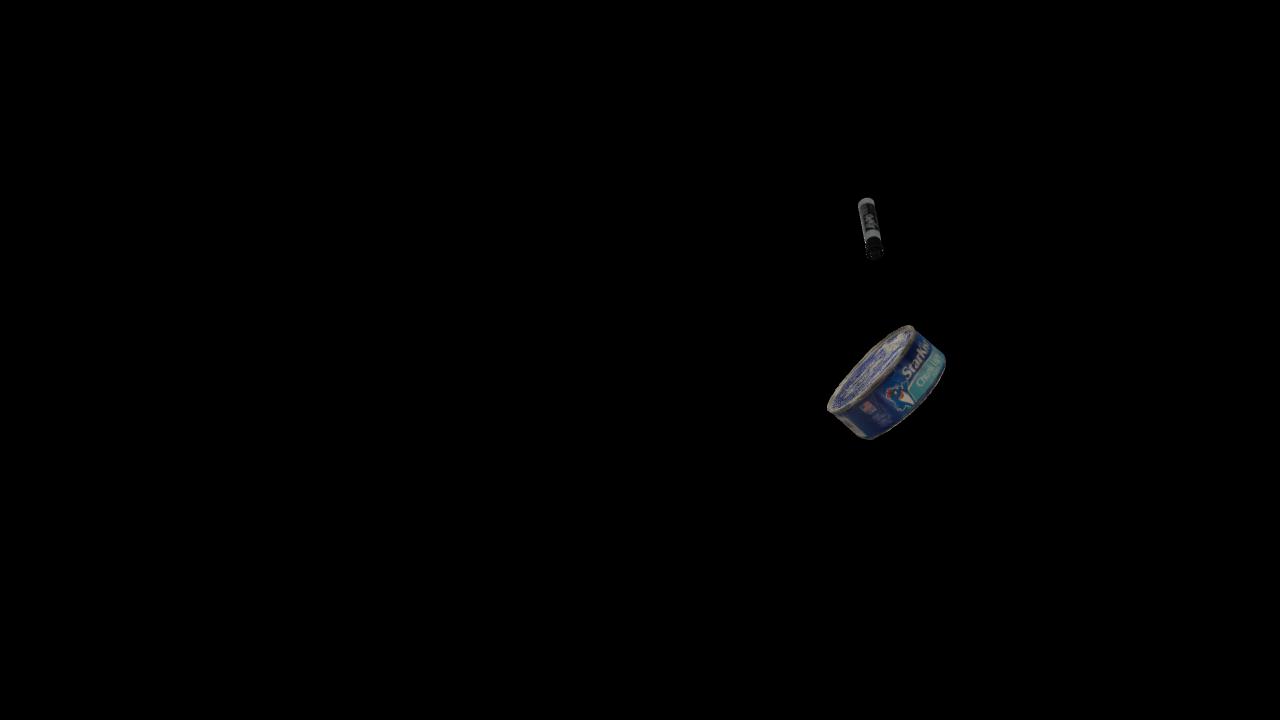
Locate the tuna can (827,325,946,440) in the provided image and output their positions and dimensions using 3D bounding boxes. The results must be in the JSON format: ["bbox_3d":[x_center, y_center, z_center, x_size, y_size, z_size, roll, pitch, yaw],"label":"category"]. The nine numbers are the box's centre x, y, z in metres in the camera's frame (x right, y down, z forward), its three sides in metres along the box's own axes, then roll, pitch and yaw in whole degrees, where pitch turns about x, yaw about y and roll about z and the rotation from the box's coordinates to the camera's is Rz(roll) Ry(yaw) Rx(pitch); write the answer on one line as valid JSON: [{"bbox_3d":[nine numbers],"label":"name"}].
[{"bbox_3d":[0.176,0.017,0.442,0.034,0.084,0.084,42,4,4],"label":"tuna can"}]

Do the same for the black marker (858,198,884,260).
[{"bbox_3d":[0.262,-0.150,0.699,0.020,0.020,0.121,0,40,14],"label":"black marker"}]
